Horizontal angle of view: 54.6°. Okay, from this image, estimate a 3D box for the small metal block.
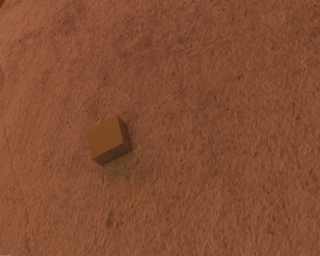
[{"bbox_3d":[-0.070,0.017,0.431,0.050,0.025,0.050,-27,52,11],"label":"small metal block"}]
